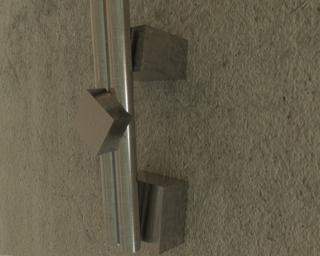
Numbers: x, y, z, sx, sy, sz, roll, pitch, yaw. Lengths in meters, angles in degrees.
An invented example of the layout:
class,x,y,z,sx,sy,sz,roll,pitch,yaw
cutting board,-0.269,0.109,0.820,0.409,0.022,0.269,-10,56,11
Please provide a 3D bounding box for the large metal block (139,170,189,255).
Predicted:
class,x,y,z,sx,sy,sz,roll,pitch,yaw
large metal block,-0.013,0.103,0.400,0.080,0.050,0.079,6,94,39

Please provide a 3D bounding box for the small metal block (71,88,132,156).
class,x,y,z,sx,sy,sz,roll,pitch,yaw
small metal block,-0.063,-0.007,0.331,0.050,0.025,0.050,46,123,24

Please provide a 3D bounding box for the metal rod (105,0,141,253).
class,x,y,z,sx,sy,sz,roll,pitch,yaw
metal rod,-0.040,-0.007,0.345,0.025,0.025,0.298,4,100,40

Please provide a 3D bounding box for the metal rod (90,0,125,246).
class,x,y,z,sx,sy,sz,roll,pitch,yaw
metal rod,-0.060,-0.009,0.361,0.025,0.025,0.298,4,100,40

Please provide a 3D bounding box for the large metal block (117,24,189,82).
class,x,y,z,sx,sy,sz,roll,pitch,yaw
large metal block,-0.021,-0.089,0.389,0.080,0.081,0.050,5,93,40
